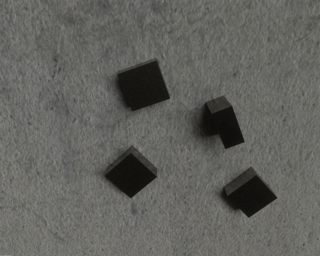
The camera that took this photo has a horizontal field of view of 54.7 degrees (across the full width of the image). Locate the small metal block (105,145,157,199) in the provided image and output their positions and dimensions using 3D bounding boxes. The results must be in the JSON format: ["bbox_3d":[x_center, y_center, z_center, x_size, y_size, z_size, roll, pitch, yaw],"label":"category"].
[{"bbox_3d":[-0.040,0.061,0.432,0.050,0.025,0.050,-41,106,13],"label":"small metal block"}]

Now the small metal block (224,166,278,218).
[{"bbox_3d":[0.130,0.092,0.446,0.050,0.025,0.050,-40,106,13],"label":"small metal block"}]

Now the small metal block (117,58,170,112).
[{"bbox_3d":[-0.020,-0.055,0.389,0.050,0.025,0.050,-18,109,6],"label":"small metal block"}]

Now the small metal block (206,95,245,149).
[{"bbox_3d":[0.082,-0.009,0.395,0.025,0.050,0.050,-22,109,7],"label":"small metal block"}]
